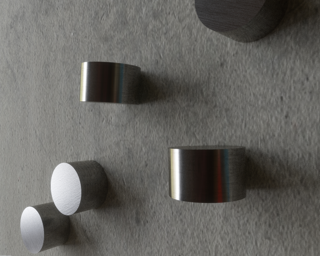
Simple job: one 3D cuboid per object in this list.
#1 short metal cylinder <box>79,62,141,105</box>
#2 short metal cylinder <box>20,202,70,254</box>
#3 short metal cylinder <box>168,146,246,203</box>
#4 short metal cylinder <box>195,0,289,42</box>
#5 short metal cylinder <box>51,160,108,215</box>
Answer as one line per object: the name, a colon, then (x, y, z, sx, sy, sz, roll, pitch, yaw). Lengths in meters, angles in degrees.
short metal cylinder: (-0.067, -0.059, 0.423, 0.080, 0.081, 0.050, 6, 94, 39)
short metal cylinder: (-0.206, 0.176, 0.555, 0.080, 0.050, 0.079, 0, 90, 39)
short metal cylinder: (0.049, 0.045, 0.327, 0.080, 0.081, 0.050, -2, 89, 39)
short metal cylinder: (0.083, -0.134, 0.319, 0.080, 0.050, 0.079, 0, 90, 39)
short metal cylinder: (-0.129, 0.093, 0.492, 0.080, 0.050, 0.079, 0, 90, 39)
